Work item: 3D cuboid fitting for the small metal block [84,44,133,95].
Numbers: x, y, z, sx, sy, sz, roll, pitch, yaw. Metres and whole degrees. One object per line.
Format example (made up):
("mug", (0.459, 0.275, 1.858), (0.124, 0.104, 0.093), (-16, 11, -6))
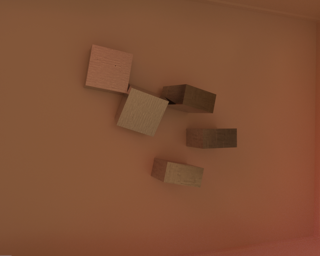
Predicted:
("small metal block", (-0.065, -0.071, 0.386), (0.050, 0.025, 0.050), (10, 87, -19))

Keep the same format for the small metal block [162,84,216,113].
("small metal block", (0.036, -0.037, 0.405), (0.050, 0.050, 0.025), (13, 86, -33))

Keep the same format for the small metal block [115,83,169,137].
("small metal block", (-0.024, -0.023, 0.393), (0.050, 0.025, 0.050), (19, 105, -20))

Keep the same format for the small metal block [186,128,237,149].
("small metal block", (0.069, 0.013, 0.423), (0.050, 0.050, 0.025), (-1, 91, -20))

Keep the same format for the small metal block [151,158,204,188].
("small metal block", (0.022, 0.058, 0.405), (0.050, 0.050, 0.025), (12, 86, -20))
